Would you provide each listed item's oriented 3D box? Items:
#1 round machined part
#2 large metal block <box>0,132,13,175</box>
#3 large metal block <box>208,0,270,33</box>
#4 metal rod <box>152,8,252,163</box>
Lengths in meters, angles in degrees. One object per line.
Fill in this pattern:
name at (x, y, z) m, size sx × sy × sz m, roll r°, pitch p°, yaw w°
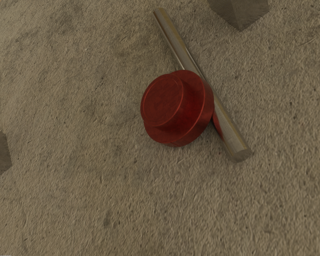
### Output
round machined part at (0.014, -0.028, 0.384) m, size 0.098 × 0.042 × 0.098 m, roll -19°, pitch 60°, yaw 37°
large metal block at (-0.296, 0.033, 0.500) m, size 0.050 × 0.080 × 0.080 m, roll -38°, pitch 51°, yaw 3°
large metal block at (0.102, -0.196, 0.435) m, size 0.050 × 0.080 × 0.080 m, roll -36°, pitch 51°, yaw 4°
metal rod at (0.044, -0.080, 0.428) m, size 0.025 × 0.025 × 0.299 m, roll -29°, pitch 52°, yaw 9°
